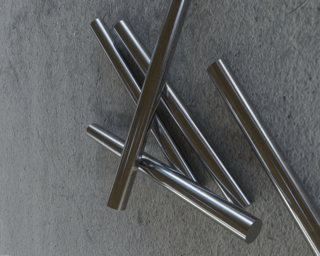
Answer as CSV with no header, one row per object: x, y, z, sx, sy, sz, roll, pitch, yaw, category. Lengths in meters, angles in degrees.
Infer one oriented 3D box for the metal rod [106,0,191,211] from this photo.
-0.009,-0.047,0.377,0.025,0.025,0.298,18,90,38,metal rod

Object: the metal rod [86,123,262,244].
-0.010,0.049,0.387,0.300,0.025,0.025,25,106,45,metal rod

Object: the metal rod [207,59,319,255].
0.125,0.057,0.301,0.025,0.025,0.299,-39,66,33,metal rod

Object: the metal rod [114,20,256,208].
0.018,-0.031,0.390,0.025,0.025,0.299,-47,62,30,metal rod

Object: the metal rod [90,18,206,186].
-0.027,-0.043,0.427,0.025,0.025,0.299,-45,63,30,metal rod
